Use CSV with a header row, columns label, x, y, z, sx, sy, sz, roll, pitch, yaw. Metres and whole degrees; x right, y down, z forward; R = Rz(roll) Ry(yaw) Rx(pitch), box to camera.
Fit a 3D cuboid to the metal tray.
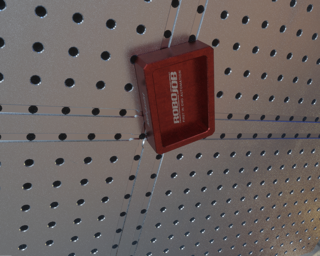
label,x,y,z,sx,sy,sz,roll,pitch,yaw
metal tray,0.023,-0.037,0.397,0.091,0.030,0.129,-20,126,-17
